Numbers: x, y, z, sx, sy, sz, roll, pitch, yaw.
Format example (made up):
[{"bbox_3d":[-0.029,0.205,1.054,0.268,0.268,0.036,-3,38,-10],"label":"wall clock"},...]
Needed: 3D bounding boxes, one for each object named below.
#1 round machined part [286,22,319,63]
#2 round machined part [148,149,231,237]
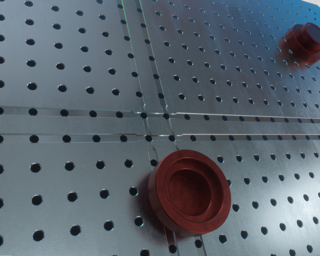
[{"bbox_3d":[0.338,-0.198,0.699,0.099,0.042,0.098,13,56,-21],"label":"round machined part"},{"bbox_3d":[0.031,0.078,0.366,0.099,0.042,0.098,13,56,-21],"label":"round machined part"}]
